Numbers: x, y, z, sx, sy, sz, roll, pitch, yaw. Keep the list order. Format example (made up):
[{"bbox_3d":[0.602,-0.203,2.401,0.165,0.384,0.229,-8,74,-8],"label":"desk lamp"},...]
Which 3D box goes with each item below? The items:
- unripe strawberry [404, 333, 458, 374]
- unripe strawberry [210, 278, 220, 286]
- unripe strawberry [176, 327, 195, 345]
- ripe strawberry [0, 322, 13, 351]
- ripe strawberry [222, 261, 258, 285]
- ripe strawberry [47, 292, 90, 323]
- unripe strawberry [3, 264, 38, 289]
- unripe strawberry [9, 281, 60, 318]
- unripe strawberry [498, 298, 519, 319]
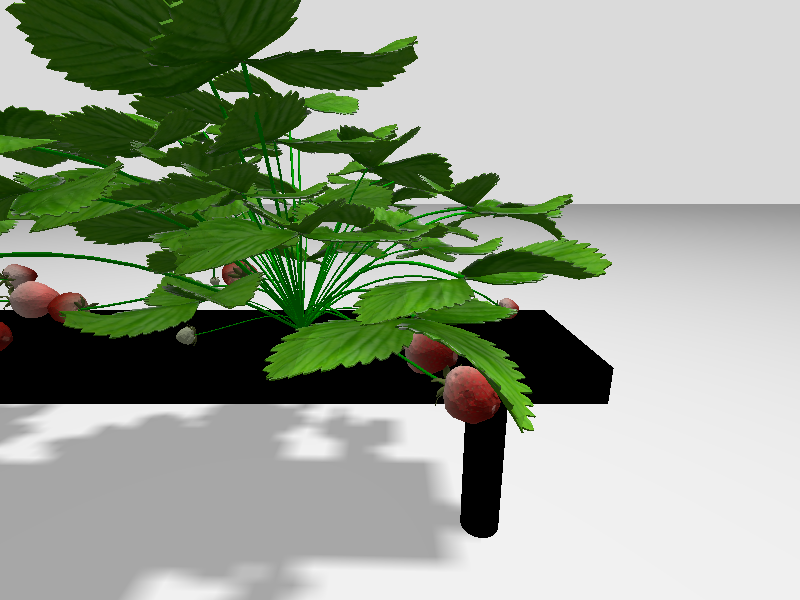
[{"bbox_3d":[0.023,0.036,0.283,0.038,0.037,0.035,12,19,36],"label":"unripe strawberry"},{"bbox_3d":[-0.232,-0.022,0.501,0.011,0.011,0.011,15,21,43],"label":"unripe strawberry"},{"bbox_3d":[-0.181,0.030,0.338,0.014,0.015,0.013,-6,17,-19],"label":"unripe strawberry"},{"bbox_3d":[-0.325,0.030,0.320,0.028,0.027,0.026,4,16,12],"label":"ripe strawberry"},{"bbox_3d":[-0.208,-0.033,0.519,0.044,0.039,0.040,-11,18,-35],"label":"ripe strawberry"},{"bbox_3d":[-0.324,0.009,0.388,0.033,0.033,0.031,1,15,5],"label":"ripe strawberry"},{"bbox_3d":[-0.501,-0.031,0.531,0.032,0.034,0.035,3,15,12],"label":"unripe strawberry"},{"bbox_3d":[-0.373,-0.001,0.412,0.039,0.038,0.036,-4,16,-16],"label":"unripe strawberry"},{"bbox_3d":[0.111,0.009,0.408,0.022,0.021,0.020,7,14,-13],"label":"unripe strawberry"}]
